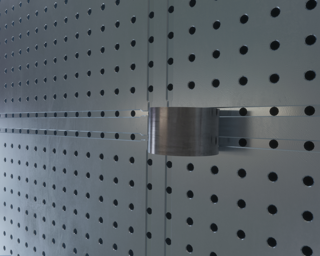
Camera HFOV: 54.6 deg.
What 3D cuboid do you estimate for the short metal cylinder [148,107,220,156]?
[{"bbox_3d":[0.027,0.003,0.352,0.080,0.081,0.050,2,92,40],"label":"short metal cylinder"}]
